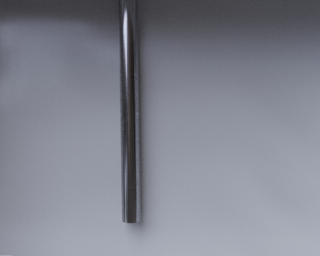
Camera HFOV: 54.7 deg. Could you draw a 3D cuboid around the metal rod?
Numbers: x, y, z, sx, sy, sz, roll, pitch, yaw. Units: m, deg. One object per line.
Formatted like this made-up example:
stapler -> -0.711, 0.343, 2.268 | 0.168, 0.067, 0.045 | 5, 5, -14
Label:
metal rod -> -0.040, -0.027, 0.410 | 0.025, 0.025, 0.298 | -1, 90, -1
